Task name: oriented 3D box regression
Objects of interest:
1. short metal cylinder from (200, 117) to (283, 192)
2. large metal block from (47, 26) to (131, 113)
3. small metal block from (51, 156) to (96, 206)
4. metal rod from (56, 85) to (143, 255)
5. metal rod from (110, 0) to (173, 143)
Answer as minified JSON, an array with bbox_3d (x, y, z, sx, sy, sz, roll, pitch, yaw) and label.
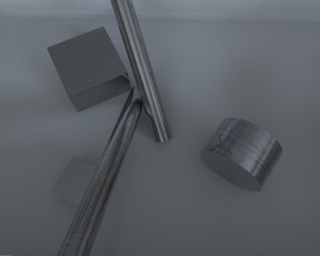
[{"bbox_3d":[0.096,0.032,0.370,0.080,0.080,0.050,33,73,11],"label":"short metal cylinder"},{"bbox_3d":[-0.095,-0.080,0.424,0.080,0.050,0.080,-25,72,-9],"label":"large metal block"},{"bbox_3d":[-0.096,0.070,0.383,0.050,0.025,0.050,24,72,8],"label":"small metal block"},{"bbox_3d":[-0.056,0.048,0.319,0.025,0.025,0.300,12,43,4],"label":"metal rod"},{"bbox_3d":[-0.038,-0.125,0.379,0.025,0.025,0.298,-18,101,-7],"label":"metal rod"}]
